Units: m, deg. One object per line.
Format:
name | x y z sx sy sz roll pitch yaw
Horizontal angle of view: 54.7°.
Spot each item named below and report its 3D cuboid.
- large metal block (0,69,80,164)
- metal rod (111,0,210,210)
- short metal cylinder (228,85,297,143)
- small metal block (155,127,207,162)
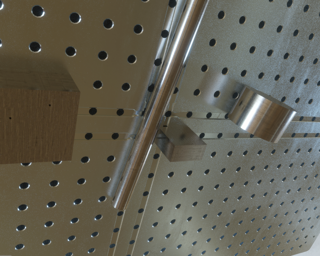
large metal block | -0.132 -0.012 0.316 0.081 0.050 0.079 0 119 -29
metal rod | -0.007 -0.019 0.397 0.025 0.025 0.298 8 114 -32
short metal cylinder | 0.146 -0.021 0.445 0.081 0.080 0.050 13 112 -34
small metal block | 0.027 0.021 0.425 0.050 0.050 0.025 0 118 -29
